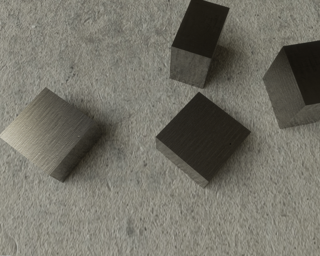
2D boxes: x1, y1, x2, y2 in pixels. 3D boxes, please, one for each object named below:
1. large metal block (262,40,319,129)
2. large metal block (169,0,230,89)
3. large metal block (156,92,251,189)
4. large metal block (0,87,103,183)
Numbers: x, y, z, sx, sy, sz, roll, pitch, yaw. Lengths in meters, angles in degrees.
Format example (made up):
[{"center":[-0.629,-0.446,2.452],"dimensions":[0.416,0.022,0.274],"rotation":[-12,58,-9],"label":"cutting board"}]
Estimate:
[{"center":[0.181,-0.053,0.399],"dimensions":[0.050,0.080,0.080],"rotation":[-10,71,-4],"label":"large metal block"},{"center":[0.051,-0.112,0.420],"dimensions":[0.050,0.080,0.080],"rotation":[19,71,7],"label":"large metal block"},{"center":[0.052,0.016,0.389],"dimensions":[0.080,0.050,0.080],"rotation":[40,75,13],"label":"large metal block"},{"center":[-0.133,0.009,0.390],"dimensions":[0.080,0.050,0.080],"rotation":[34,73,11],"label":"large metal block"}]
